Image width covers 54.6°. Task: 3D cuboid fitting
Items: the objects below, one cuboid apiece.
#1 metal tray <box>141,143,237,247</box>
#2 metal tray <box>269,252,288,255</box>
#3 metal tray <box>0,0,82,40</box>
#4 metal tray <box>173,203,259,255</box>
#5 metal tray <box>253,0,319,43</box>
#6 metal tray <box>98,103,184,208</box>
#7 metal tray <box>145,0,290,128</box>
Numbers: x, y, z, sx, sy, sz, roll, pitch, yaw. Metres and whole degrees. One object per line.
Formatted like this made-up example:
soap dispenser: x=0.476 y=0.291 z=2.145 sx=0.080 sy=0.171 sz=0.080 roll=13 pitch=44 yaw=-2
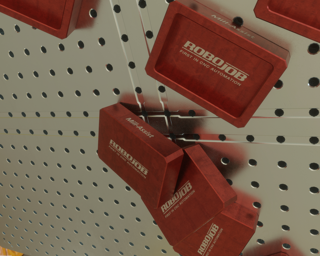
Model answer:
metal tray: x=0.033 y=0.094 z=0.426 sx=0.090 sy=0.030 sz=0.129 roll=55 pitch=132 yaw=21
metal tray: x=0.189 y=0.251 z=0.463 sx=0.130 sy=0.030 sz=0.090 roll=46 pitch=129 yaw=-5
metal tray: x=-0.158 y=-0.173 z=0.361 sx=0.131 sy=0.030 sz=0.089 roll=23 pitch=129 yaw=-8
metal tray: x=0.079 y=0.159 z=0.465 sx=0.090 sy=0.030 sz=0.129 roll=25 pitch=127 yaw=13
metal tray: x=0.157 y=-0.114 z=0.254 sx=0.130 sy=0.030 sz=0.089 roll=27 pitch=128 yaw=11
metal tray: x=-0.033 y=0.035 z=0.419 sx=0.130 sy=0.030 sz=0.089 roll=36 pitch=132 yaw=31
metal tray: x=0.057 y=-0.069 z=0.335 sx=0.130 sy=0.030 sz=0.089 roll=32 pitch=129 yaw=7
